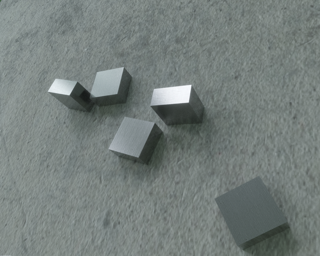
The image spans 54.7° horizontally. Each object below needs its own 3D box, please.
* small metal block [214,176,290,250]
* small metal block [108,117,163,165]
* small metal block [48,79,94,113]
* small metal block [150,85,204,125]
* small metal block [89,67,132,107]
[{"bbox_3d":[0.090,0.084,0.305,0.050,0.025,0.050,-30,52,8],"label":"small metal block"},{"bbox_3d":[-0.032,0.016,0.409,0.050,0.025,0.050,12,68,32],"label":"small metal block"},{"bbox_3d":[-0.138,-0.051,0.489,0.050,0.050,0.025,11,68,32],"label":"small metal block"},{"bbox_3d":[0.023,-0.027,0.392,0.050,0.050,0.025,-3,61,26],"label":"small metal block"},{"bbox_3d":[-0.076,-0.063,0.481,0.050,0.025,0.050,-5,59,25],"label":"small metal block"}]
